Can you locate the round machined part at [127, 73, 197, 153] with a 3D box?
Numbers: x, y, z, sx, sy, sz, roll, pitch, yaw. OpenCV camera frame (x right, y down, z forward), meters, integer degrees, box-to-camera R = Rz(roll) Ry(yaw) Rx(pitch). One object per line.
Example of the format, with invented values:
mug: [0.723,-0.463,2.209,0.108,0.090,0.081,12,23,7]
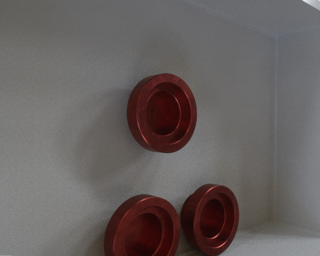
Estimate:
round machined part: [-0.002,-0.018,0.394,0.099,0.042,0.097,0,90,-40]

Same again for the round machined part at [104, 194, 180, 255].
round machined part: [-0.025,0.129,0.375,0.099,0.042,0.097,0,90,-40]

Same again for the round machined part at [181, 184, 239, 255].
round machined part: [0.069,0.130,0.453,0.099,0.042,0.097,1,88,-40]
